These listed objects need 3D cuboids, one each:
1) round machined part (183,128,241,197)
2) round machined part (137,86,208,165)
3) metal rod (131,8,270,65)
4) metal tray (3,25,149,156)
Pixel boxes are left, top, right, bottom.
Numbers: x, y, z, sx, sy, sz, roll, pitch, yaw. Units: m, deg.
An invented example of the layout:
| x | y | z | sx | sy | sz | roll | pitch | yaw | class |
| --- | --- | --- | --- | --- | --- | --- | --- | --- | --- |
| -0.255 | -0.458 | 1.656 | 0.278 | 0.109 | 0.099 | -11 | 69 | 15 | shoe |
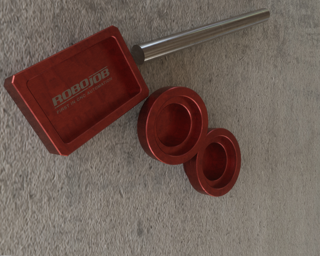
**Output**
| x | y | z | sx | sy | sz | roll | pitch | yaw | class |
| --- | --- | --- | --- | --- | --- | --- | --- | --- | --- |
| 0.072 | 0.048 | 0.454 | 0.099 | 0.042 | 0.097 | 0 | 91 | -40 | round machined part |
| 0.012 | -0.005 | 0.398 | 0.099 | 0.042 | 0.097 | -7 | 102 | -35 | round machined part |
| 0.080 | -0.147 | 0.470 | 0.302 | 0.025 | 0.025 | -28 | 108 | -36 | metal rod |
| -0.081 | -0.042 | 0.333 | 0.131 | 0.030 | 0.090 | -41 | 115 | -32 | metal tray |
